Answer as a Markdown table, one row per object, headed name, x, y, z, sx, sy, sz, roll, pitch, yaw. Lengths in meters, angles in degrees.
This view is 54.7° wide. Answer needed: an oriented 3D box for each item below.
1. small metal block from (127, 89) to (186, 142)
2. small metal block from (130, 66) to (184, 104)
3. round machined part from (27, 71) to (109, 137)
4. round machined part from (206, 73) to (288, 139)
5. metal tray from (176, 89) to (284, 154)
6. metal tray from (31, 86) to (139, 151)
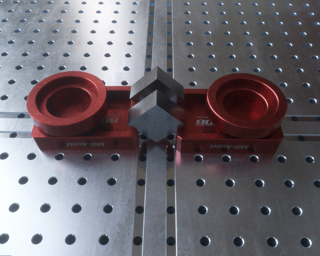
| name | x | y | z | sx | sy | sz | roll | pitch | yaw |
| --- | --- | --- | --- | --- | --- | --- | --- | --- | --- |
| small metal block | -0.004 | -0.013 | 0.383 | 0.050 | 0.050 | 0.025 | -32 | 40 | 33 |
| small metal block | -0.004 | -0.047 | 0.412 | 0.050 | 0.050 | 0.025 | -32 | 40 | 33 |
| round machined part | -0.115 | -0.026 | 0.402 | 0.099 | 0.042 | 0.098 | 0 | 50 | 0 |
| round machined part | 0.108 | -0.024 | 0.401 | 0.099 | 0.042 | 0.098 | 0 | 50 | 0 |
| metal tray | 0.087 | -0.011 | 0.415 | 0.131 | 0.030 | 0.090 | 1 | 50 | 0 |
| metal tray | -0.094 | -0.015 | 0.417 | 0.131 | 0.030 | 0.090 | 0 | 52 | -1 |
